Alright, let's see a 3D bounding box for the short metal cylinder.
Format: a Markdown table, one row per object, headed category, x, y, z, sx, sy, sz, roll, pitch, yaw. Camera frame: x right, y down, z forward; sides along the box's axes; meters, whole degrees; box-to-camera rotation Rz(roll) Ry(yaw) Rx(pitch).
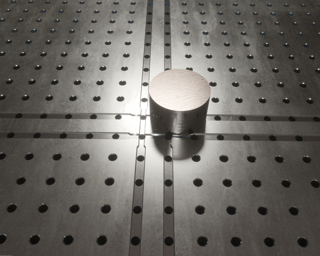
| category | x | y | z | sx | sy | sz | roll | pitch | yaw |
| --- | --- | --- | --- | --- | --- | --- | --- | --- | --- |
| short metal cylinder | 0.026 | -0.036 | 0.422 | 0.081 | 0.050 | 0.080 | 0 | 50 | 0 |
